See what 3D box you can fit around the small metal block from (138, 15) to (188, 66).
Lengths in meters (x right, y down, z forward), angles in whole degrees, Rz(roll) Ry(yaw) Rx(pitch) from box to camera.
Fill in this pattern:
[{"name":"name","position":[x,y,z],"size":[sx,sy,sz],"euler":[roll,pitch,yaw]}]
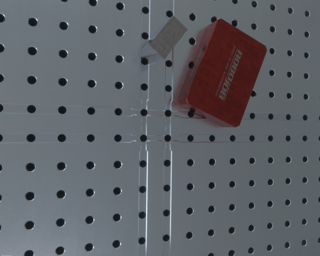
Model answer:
[{"name":"small metal block","position":[0.002,-0.111,0.400],"size":[0.025,0.050,0.050],"euler":[40,78,-16]}]

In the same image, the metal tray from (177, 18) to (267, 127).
[{"name":"metal tray","position":[0.091,-0.076,0.444],"size":[0.090,0.030,0.130],"euler":[24,82,-19]}]
